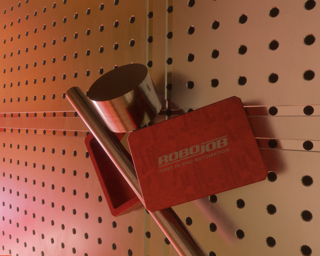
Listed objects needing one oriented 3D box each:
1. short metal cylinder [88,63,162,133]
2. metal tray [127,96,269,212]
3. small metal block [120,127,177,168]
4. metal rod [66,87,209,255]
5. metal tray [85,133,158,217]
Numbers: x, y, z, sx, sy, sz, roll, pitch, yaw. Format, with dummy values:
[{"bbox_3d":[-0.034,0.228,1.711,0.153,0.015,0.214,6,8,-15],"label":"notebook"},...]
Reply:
[{"bbox_3d":[-0.044,-0.039,0.397,0.080,0.080,0.050,11,139,39],"label":"short metal cylinder"},{"bbox_3d":[0.038,0.030,0.336,0.130,0.030,0.090,-19,77,13],"label":"metal tray"},{"bbox_3d":[-0.014,0.024,0.399,0.050,0.050,0.025,48,119,29],"label":"small metal block"},{"bbox_3d":[-0.045,0.045,0.402,0.300,0.025,0.025,49,119,28],"label":"metal rod"},{"bbox_3d":[-0.054,0.049,0.445,0.090,0.030,0.130,-39,67,33],"label":"metal tray"}]
